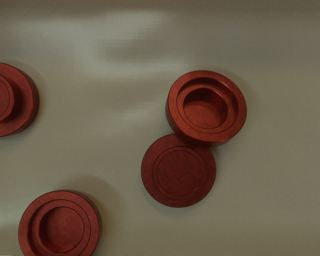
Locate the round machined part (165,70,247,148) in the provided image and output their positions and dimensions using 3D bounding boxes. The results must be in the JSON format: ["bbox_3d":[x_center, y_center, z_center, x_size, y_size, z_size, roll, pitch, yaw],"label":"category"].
[{"bbox_3d":[0.055,-0.021,0.392,0.099,0.042,0.098,3,67,-7],"label":"round machined part"}]

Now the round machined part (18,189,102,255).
[{"bbox_3d":[-0.123,0.128,0.397,0.099,0.042,0.097,0,82,-1],"label":"round machined part"}]

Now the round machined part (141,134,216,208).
[{"bbox_3d":[0.024,0.056,0.403,0.099,0.042,0.097,0,90,-1],"label":"round machined part"}]

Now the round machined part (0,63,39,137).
[{"bbox_3d":[-0.213,-0.037,0.400,0.099,0.042,0.097,0,90,-1],"label":"round machined part"}]
